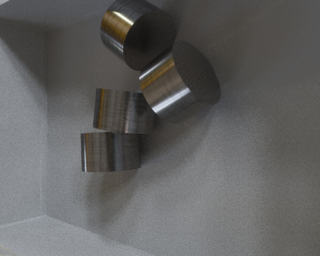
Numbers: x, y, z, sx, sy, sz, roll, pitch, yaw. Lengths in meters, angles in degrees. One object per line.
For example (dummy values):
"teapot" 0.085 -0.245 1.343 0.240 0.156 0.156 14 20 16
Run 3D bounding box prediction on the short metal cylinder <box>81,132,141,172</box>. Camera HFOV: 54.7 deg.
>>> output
"short metal cylinder" -0.067 0.031 0.427 0.080 0.081 0.050 -4 87 40

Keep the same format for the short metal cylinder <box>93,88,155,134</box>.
"short metal cylinder" -0.045 -0.023 0.409 0.080 0.081 0.050 11 97 39

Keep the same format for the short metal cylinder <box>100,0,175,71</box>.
"short metal cylinder" -0.028 -0.120 0.394 0.050 0.081 0.080 43 116 31

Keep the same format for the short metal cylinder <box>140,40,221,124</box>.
"short metal cylinder" 0.024 -0.051 0.351 0.050 0.081 0.080 -31 71 36
